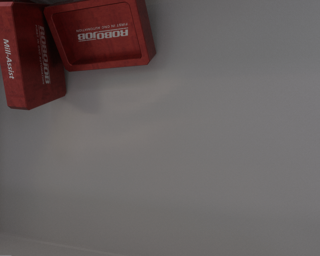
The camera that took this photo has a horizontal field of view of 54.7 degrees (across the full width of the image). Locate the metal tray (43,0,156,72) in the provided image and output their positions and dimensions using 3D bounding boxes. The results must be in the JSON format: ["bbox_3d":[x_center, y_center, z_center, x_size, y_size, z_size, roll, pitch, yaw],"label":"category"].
[{"bbox_3d":[-0.078,-0.126,0.411,0.130,0.030,0.089,-1,123,19],"label":"metal tray"}]

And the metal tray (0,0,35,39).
[{"bbox_3d":[-0.230,-0.149,0.431,0.090,0.131,0.030,-32,76,23],"label":"metal tray"}]

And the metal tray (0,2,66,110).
[{"bbox_3d":[-0.170,-0.098,0.415,0.030,0.090,0.129,6,110,16],"label":"metal tray"}]
